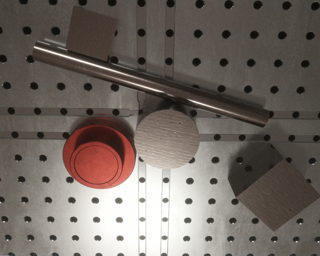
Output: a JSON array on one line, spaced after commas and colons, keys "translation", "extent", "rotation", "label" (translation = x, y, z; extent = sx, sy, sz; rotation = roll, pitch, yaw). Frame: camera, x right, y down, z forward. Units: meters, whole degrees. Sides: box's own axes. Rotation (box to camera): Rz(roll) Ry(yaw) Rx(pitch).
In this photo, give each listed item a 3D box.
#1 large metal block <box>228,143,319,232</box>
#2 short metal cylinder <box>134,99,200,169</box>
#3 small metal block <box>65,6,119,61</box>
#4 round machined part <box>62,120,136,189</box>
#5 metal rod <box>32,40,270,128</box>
[{"translation": [0.157, 0.083, 0.433], "extent": [0.080, 0.050, 0.080], "rotation": [42, 104, -14], "label": "large metal block"}, {"translation": [0.009, 0.007, 0.403], "extent": [0.081, 0.050, 0.079], "rotation": [0, 110, -1], "label": "short metal cylinder"}, {"translation": [-0.081, -0.113, 0.371], "extent": [0.050, 0.025, 0.050], "rotation": [16, 109, -6], "label": "small metal block"}, {"translation": [-0.082, 0.041, 0.418], "extent": [0.099, 0.042, 0.097], "rotation": [0, 110, -1], "label": "round machined part"}, {"translation": [-0.006, -0.053, 0.393], "extent": [0.302, 0.025, 0.025], "rotation": [16, 109, -7], "label": "metal rod"}]
